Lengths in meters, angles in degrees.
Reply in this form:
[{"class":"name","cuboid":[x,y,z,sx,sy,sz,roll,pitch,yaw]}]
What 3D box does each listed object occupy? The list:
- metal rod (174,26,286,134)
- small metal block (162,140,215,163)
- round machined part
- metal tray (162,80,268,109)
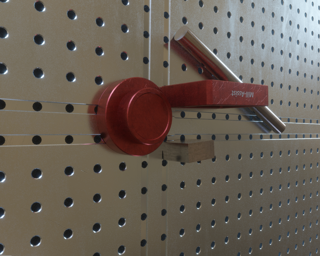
[{"class":"metal rod","cuboid":[0.132,-0.067,0.522,0.301,0.025,0.025,33,70,-35]},{"class":"small metal block","cuboid":[0.039,0.030,0.428,0.050,0.050,0.025,-5,94,-40]},{"class":"round machined part","cuboid":[-0.023,-0.014,0.380,0.099,0.042,0.097,0,90,-40]},{"class":"metal tray","cuboid":[0.078,-0.044,0.434,0.131,0.090,0.030,-3,92,-40]}]
